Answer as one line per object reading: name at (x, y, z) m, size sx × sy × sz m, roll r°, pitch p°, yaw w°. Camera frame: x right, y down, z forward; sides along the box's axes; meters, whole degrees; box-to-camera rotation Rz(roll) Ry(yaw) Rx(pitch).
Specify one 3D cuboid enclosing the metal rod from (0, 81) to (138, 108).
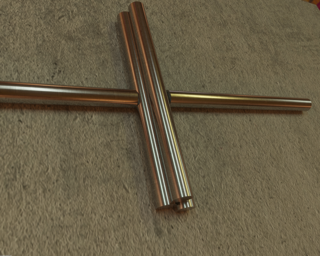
metal rod at (-0.167, -0.039, 0.339) m, size 0.303 × 0.025 × 0.025 m, roll 0°, pitch 62°, yaw -28°

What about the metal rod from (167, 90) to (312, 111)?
metal rod at (0.142, -0.043, 0.510) m, size 0.303 × 0.025 × 0.025 m, roll -1°, pitch 62°, yaw -29°

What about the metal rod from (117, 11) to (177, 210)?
metal rod at (-0.024, -0.041, 0.419) m, size 0.025 × 0.025 × 0.299 m, roll 1°, pitch 61°, yaw -28°

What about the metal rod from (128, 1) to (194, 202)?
metal rod at (-0.005, -0.052, 0.410) m, size 0.025 × 0.025 × 0.299 m, roll 1°, pitch 61°, yaw -28°

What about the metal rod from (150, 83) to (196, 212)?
metal rod at (-0.001, -0.035, 0.429) m, size 0.025 × 0.025 × 0.299 m, roll 1°, pitch 61°, yaw -28°
